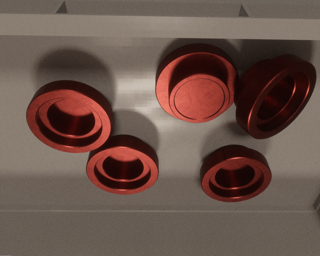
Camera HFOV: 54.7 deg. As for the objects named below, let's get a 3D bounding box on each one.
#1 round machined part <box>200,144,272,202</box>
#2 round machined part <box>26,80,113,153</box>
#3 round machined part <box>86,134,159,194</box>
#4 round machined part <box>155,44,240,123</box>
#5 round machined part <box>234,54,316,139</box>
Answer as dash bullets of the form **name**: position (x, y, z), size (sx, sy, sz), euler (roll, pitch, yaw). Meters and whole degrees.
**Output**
- **round machined part**: position (0.107, 0.062, 0.453), size (0.099, 0.042, 0.097), euler (-1, 130, 0)
- **round machined part**: position (-0.107, -0.018, 0.381), size (0.099, 0.042, 0.097), euler (-1, 130, 0)
- **round machined part**: position (-0.051, 0.047, 0.438), size (0.099, 0.042, 0.097), euler (-1, 130, 0)
- **round machined part**: position (0.044, -0.044, 0.361), size (0.099, 0.042, 0.097), euler (-1, 130, 0)
- **round machined part**: position (0.123, -0.039, 0.349), size (0.099, 0.042, 0.097), euler (-21, 135, -22)
